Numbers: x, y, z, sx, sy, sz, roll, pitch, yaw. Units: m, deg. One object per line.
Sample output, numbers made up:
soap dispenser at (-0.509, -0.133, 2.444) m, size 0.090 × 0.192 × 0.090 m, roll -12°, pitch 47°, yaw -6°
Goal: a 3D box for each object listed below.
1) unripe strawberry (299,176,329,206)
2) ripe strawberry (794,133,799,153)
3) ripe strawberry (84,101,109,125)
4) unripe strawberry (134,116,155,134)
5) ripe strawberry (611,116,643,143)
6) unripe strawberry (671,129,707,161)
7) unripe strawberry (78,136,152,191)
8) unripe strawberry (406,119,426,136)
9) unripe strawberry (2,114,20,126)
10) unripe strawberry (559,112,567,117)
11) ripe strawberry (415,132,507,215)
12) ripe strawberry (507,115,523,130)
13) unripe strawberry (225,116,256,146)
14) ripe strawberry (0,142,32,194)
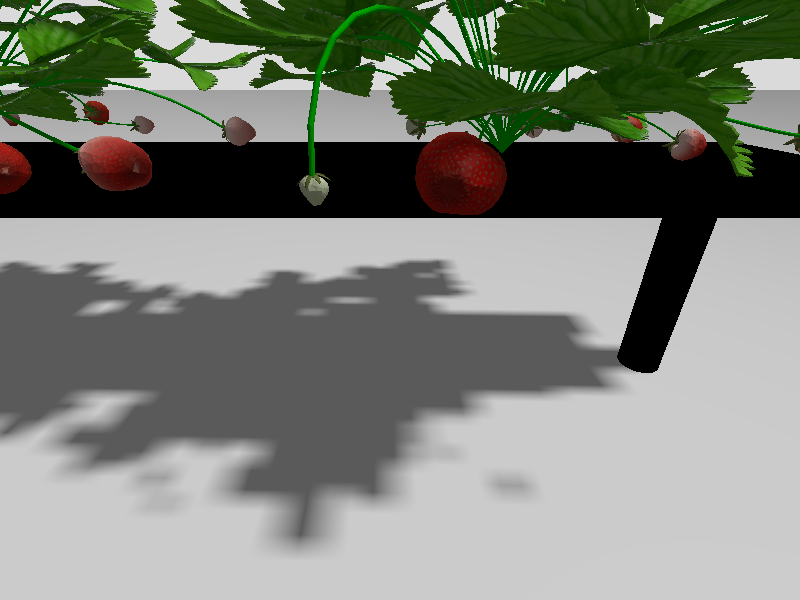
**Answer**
unripe strawberry at (-0.033, -0.042, 0.154) m, size 0.011 × 0.011 × 0.010 m, roll 16°, pitch 33°, yaw 27°
ripe strawberry at (0.336, -0.130, 0.319) m, size 0.029 × 0.028 × 0.027 m, roll 1°, pitch 29°, yaw 1°
ripe strawberry at (-0.398, -0.246, 0.528) m, size 0.028 × 0.029 × 0.030 m, roll -4°, pitch 20°, yaw -7°
unripe strawberry at (-0.280, -0.193, 0.440) m, size 0.018 × 0.019 × 0.019 m, roll 18°, pitch 33°, yaw 29°
ripe strawberry at (0.211, -0.158, 0.370) m, size 0.027 × 0.023 × 0.027 m, roll -10°, pitch 31°, yaw -19°
unripe strawberry at (0.210, -0.111, 0.290) m, size 0.021 × 0.022 × 0.019 m, roll 24°, pitch 33°, yaw 7°
unripe strawberry at (-0.145, -0.071, 0.209) m, size 0.032 × 0.027 × 0.032 m, roll 17°, pitch 33°, yaw 27°
unripe strawberry at (0.016, -0.183, 0.419) m, size 0.022 × 0.019 × 0.022 m, roll -18°, pitch 33°, yaw -29°
unripe strawberry at (-0.486, -0.227, 0.502) m, size 0.016 × 0.017 × 0.018 m, roll -16°, pitch 33°, yaw -27°
unripe strawberry at (0.196, -0.222, 0.482) m, size 0.011 × 0.010 × 0.010 m, roll 17°, pitch 33°, yaw 27°
ripe strawberry at (0.024, -0.052, 0.168) m, size 0.039 × 0.033 × 0.039 m, roll 9°, pitch 31°, yaw 16°
ripe strawberry at (0.148, -0.225, 0.482) m, size 0.034 × 0.036 × 0.037 m, roll 10°, pitch 30°, yaw 17°
unripe strawberry at (-0.144, -0.153, 0.363) m, size 0.025 × 0.024 × 0.023 m, roll -4°, pitch 29°, yaw -10°
ripe strawberry at (-0.212, -0.070, 0.213) m, size 0.027 × 0.027 × 0.025 m, roll 23°, pitch 36°, yaw 34°
